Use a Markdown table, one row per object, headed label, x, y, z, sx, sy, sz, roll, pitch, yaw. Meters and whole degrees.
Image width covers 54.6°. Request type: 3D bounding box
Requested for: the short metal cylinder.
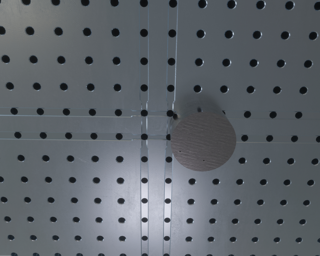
| label | x | y | z | sx | sy | sz | roll | pitch | yaw |
| --- | --- | --- | --- | --- | --- | --- | --- | --- | --- |
| short metal cylinder | 0.053 | 0.009 | 0.404 | 0.080 | 0.050 | 0.079 | 0 | 110 | 0 |
